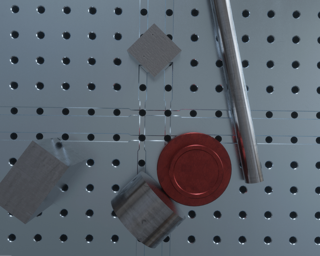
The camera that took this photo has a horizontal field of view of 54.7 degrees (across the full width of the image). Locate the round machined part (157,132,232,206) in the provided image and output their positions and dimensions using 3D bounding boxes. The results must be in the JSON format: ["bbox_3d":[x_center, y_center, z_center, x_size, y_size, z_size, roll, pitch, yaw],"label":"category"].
[{"bbox_3d":[0.045,0.054,0.406,0.099,0.042,0.097,0,90,-1],"label":"round machined part"}]

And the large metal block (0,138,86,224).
[{"bbox_3d":[-0.146,0.060,0.384,0.050,0.080,0.080,37,90,-1],"label":"large metal block"}]

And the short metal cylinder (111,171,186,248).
[{"bbox_3d":[-0.014,0.100,0.386,0.050,0.080,0.080,-44,91,0],"label":"short metal cylinder"}]

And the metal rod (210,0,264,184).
[{"bbox_3d":[0.099,-0.075,0.414,0.025,0.025,0.298,-11,90,0],"label":"metal rod"}]

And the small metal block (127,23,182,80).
[{"bbox_3d":[-0.007,-0.101,0.413,0.050,0.025,0.050,45,90,-1],"label":"small metal block"}]
